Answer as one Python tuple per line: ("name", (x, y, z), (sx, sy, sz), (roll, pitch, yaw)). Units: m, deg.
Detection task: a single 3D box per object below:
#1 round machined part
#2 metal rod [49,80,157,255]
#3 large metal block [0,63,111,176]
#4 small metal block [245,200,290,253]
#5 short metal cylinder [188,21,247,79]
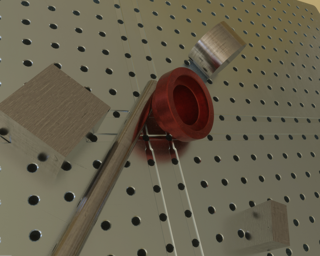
("round machined part", (0.027, -0.029, 0.416), (0.099, 0.042, 0.098), (19, 63, -43))
("metal rod", (-0.057, 0.049, 0.348), (0.025, 0.025, 0.301), (31, 51, -9))
("large metal block", (-0.115, -0.010, 0.337), (0.080, 0.050, 0.080), (37, 51, -4))
("small metal block", (0.133, 0.124, 0.390), (0.025, 0.050, 0.050), (22, 54, -16))
("short metal cylinder", (0.092, -0.124, 0.501), (0.050, 0.080, 0.080), (48, 51, 5))
